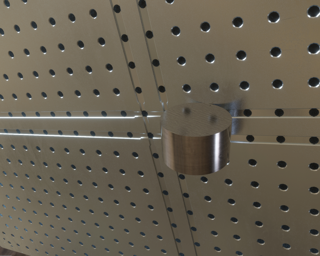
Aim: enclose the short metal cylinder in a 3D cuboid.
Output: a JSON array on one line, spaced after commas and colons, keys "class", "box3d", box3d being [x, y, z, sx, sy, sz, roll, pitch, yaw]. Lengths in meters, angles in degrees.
[{"class": "short metal cylinder", "box3d": [0.041, 0.010, 0.360, 0.080, 0.080, 0.050, 10, 123, 23]}]
